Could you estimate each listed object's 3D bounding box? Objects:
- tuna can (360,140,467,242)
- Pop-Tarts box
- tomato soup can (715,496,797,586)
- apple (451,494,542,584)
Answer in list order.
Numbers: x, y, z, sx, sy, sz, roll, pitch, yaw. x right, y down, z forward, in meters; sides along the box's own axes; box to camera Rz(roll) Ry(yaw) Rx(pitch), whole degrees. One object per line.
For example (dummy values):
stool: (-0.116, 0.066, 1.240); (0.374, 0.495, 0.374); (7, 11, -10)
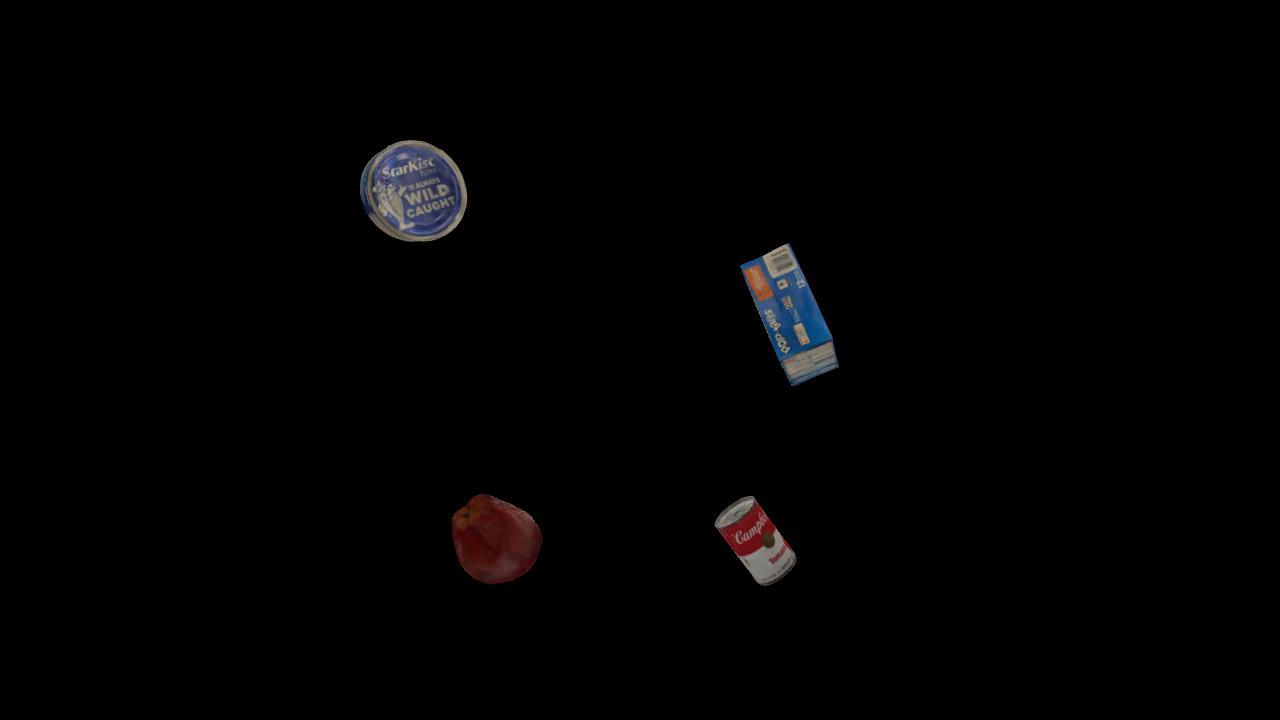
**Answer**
tuna can: (-0.197, -0.146, 0.537); (0.084, 0.084, 0.034); (0, 7, -37)
Pop-Tarts box: (0.230, -0.065, 0.940); (0.083, 0.167, 0.141); (-23, -24, 14)
tomato soup can: (0.158, 0.247, 0.841); (0.068, 0.101, 0.068); (-36, 2, 2)
apple: (-0.143, 0.178, 0.610); (0.079, 0.079, 0.093); (0, -42, 36)
